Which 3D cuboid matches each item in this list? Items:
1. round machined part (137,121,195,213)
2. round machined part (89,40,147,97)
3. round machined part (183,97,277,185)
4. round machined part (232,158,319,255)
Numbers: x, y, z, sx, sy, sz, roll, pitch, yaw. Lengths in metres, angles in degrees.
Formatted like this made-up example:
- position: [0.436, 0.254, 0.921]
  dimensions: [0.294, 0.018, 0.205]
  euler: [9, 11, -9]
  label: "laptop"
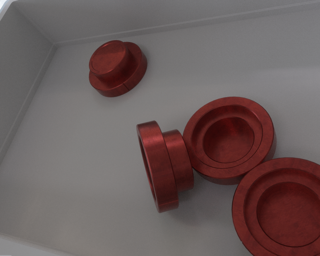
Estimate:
- position: [0.007, 0.039, 0.337]
  dimensions: [0.042, 0.098, 0.098]
  euler: [-14, 53, -7]
  label: "round machined part"
- position: [-0.074, -0.101, 0.496]
  dimensions: [0.098, 0.042, 0.098]
  euler: [-13, 56, 21]
  label: "round machined part"
- position: [0.078, 0.017, 0.344]
  dimensions: [0.098, 0.042, 0.098]
  euler: [-13, 56, 21]
  label: "round machined part"
- position: [0.118, 0.080, 0.281]
  dimensions: [0.098, 0.042, 0.098]
  euler: [-11, 60, 20]
  label: "round machined part"
